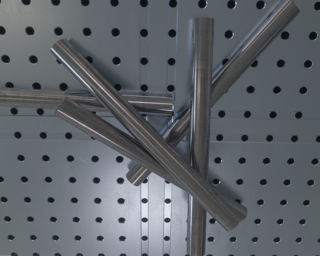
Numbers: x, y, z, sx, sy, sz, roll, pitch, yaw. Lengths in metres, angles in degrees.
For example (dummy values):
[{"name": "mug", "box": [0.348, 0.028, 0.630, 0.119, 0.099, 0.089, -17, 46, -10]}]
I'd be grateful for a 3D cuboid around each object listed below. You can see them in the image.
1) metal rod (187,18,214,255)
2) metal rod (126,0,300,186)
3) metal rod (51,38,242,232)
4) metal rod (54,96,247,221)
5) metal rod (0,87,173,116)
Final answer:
[{"name": "metal rod", "box": [0.049, 0.021, 0.387, 0.025, 0.025, 0.298, 0, 102, 0]}, {"name": "metal rod", "box": [0.058, -0.035, 0.400, 0.025, 0.025, 0.299, 38, 106, -13]}, {"name": "metal rod", "box": [-0.018, 0.007, 0.373, 0.300, 0.025, 0.025, 45, 104, 2]}, {"name": "metal rod", "box": [0.004, 0.051, 0.406, 0.301, 0.025, 0.025, 33, 107, -22]}, {"name": "metal rod", "box": [-0.135, -0.036, 0.398, 0.302, 0.025, 0.025, 3, 110, -2]}]
